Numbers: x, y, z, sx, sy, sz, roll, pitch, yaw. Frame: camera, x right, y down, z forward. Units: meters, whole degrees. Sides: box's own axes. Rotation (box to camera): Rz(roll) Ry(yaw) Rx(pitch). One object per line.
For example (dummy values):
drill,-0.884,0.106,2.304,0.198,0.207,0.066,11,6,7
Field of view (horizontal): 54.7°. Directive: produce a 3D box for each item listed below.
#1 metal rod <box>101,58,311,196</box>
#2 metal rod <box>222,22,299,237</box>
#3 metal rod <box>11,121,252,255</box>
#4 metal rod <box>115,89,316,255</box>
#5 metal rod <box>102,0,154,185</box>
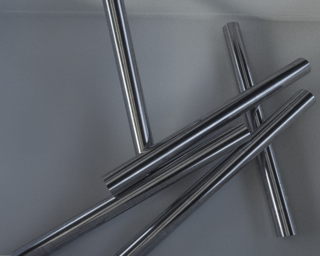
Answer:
metal rod,0.067,-0.009,0.381,0.302,0.025,0.025,-30,73,-14
metal rod,0.128,-0.013,0.414,0.025,0.025,0.299,-8,70,-3
metal rod,-0.030,0.077,0.359,0.301,0.025,0.025,-30,73,-2
metal rod,0.071,0.057,0.371,0.301,0.025,0.025,-40,75,-7
metal rod,-0.040,-0.077,0.374,0.025,0.025,0.298,-12,95,-4
